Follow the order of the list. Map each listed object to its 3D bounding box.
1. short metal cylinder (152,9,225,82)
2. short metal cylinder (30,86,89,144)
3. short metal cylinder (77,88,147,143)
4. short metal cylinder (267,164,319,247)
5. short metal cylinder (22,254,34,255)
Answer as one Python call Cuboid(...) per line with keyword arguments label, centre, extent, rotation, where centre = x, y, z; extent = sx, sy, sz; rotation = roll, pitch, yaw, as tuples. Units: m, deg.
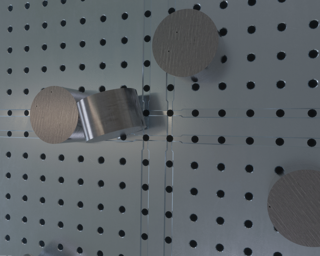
Cuboid(label="short metal cylinder", centre=(0.037, -0.100, 0.386), extent=(0.080, 0.050, 0.079), rotation=(0, 90, 20))
Cuboid(label="short metal cylinder", centre=(-0.138, -0.018, 0.448), extent=(0.080, 0.050, 0.079), rotation=(0, 90, 20))
Cuboid(label="short metal cylinder", centre=(-0.063, -0.015, 0.406), extent=(0.080, 0.080, 0.050), rotation=(-18, 84, 19))
Cuboid(label="short metal cylinder", centre=(0.161, 0.082, 0.342), extent=(0.080, 0.050, 0.079), rotation=(0, 90, 20))
Cuboid(label="short metal cylinder", centre=(-0.199, 0.235, 0.454), extent=(0.050, 0.080, 0.080), rotation=(27, 99, 18))
